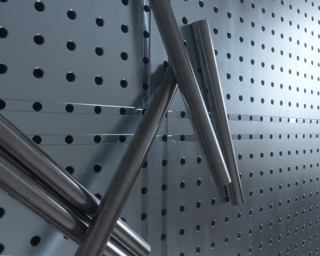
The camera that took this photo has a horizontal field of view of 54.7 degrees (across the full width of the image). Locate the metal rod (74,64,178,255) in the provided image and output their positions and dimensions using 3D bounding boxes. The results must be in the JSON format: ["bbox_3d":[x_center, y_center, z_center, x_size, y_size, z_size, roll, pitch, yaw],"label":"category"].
[{"bbox_3d":[-0.030,0.036,0.361,0.025,0.025,0.300,44,56,-32],"label":"metal rod"}]

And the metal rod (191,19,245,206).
[{"bbox_3d":[0.094,-0.017,0.490,0.025,0.025,0.298,-23,105,-38],"label":"metal rod"}]

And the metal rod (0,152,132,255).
[{"bbox_3d":[-0.099,0.096,0.322,0.300,0.025,0.025,49,61,-27],"label":"metal rod"}]

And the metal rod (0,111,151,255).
[{"bbox_3d":[-0.105,0.054,0.322,0.300,0.025,0.025,51,60,-28],"label":"metal rod"}]

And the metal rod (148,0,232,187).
[{"bbox_3d":[0.032,-0.068,0.400,0.025,0.025,0.298,-20,92,-38],"label":"metal rod"}]
